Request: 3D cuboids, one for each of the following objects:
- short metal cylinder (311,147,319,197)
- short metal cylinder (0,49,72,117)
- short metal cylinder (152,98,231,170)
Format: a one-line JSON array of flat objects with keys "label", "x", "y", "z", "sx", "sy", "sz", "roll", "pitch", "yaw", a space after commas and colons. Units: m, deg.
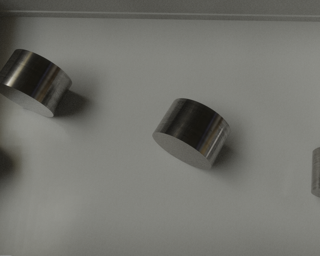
[{"label": "short metal cylinder", "x": 0.223, "y": 0.055, "z": 0.363, "sx": 0.080, "sy": 0.080, "sz": 0.050, "roll": 11, "pitch": 71, "yaw": 3}, {"label": "short metal cylinder", "x": -0.162, "y": -0.056, "z": 0.399, "sx": 0.080, "sy": 0.080, "sz": 0.050, "roll": 21, "pitch": 72, "yaw": 7}, {"label": "short metal cylinder", "x": 0.038, "y": 0.008, "z": 0.378, "sx": 0.080, "sy": 0.080, "sz": 0.050, "roll": 29, "pitch": 73, "yaw": 10}]
